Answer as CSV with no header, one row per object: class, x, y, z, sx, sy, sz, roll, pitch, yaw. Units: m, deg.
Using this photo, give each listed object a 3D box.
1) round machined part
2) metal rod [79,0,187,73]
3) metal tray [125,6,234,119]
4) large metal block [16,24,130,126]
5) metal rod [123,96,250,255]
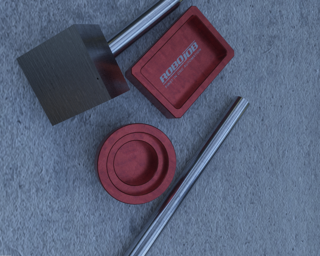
round machined part,-0.033,0.042,0.389,0.099,0.042,0.097,0,90,-21
metal rod,0.013,-0.168,0.414,0.301,0.025,0.025,-43,104,-15
metal tray,0.029,-0.087,0.418,0.090,0.030,0.130,45,76,-15
large metal block,-0.093,-0.058,0.341,0.080,0.050,0.080,-21,100,22
metal rod,0.033,0.078,0.422,0.025,0.025,0.300,41,77,-16
